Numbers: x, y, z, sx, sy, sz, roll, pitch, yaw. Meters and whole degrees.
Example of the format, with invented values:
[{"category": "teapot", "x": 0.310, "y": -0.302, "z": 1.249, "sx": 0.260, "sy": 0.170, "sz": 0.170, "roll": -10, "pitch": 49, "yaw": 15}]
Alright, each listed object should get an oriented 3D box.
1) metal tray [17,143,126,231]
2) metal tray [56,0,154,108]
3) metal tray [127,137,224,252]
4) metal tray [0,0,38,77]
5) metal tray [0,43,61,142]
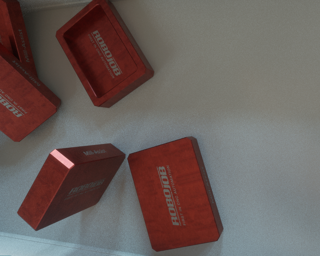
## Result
[{"category": "metal tray", "x": -0.103, "y": 0.067, "z": 0.390, "sx": 0.030, "sy": 0.130, "sz": 0.090, "roll": 35, "pitch": 101, "yaw": 16}, {"category": "metal tray", "x": -0.079, "y": -0.105, "z": 0.434, "sx": 0.090, "sy": 0.030, "sz": 0.130, "roll": -33, "pitch": 80, "yaw": 16}, {"category": "metal tray", "x": 0.019, "y": 0.084, "z": 0.400, "sx": 0.090, "sy": 0.030, "sz": 0.129, "roll": -18, "pitch": 84, "yaw": 18}, {"category": "metal tray", "x": -0.242, "y": -0.119, "z": 0.463, "sx": 0.090, "sy": 0.030, "sz": 0.129, "roll": -1, "pitch": 111, "yaw": 15}, {"category": "metal tray", "x": -0.223, "y": -0.051, "z": 0.445, "sx": 0.090, "sy": 0.030, "sz": 0.130, "roll": -36, "pitch": 115, "yaw": 14}]
